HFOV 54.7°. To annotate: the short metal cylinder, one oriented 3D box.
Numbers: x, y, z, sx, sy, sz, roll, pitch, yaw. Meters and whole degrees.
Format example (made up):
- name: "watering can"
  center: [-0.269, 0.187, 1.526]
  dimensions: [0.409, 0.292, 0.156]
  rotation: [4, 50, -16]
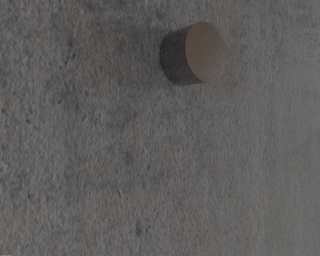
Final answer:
- name: "short metal cylinder"
  center: [0.046, -0.101, 0.429]
  dimensions: [0.081, 0.050, 0.079]
  rotation: [0, 90, -40]
